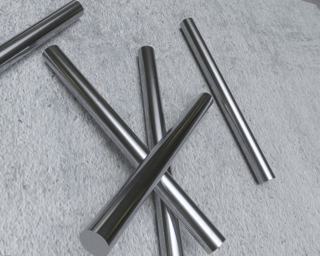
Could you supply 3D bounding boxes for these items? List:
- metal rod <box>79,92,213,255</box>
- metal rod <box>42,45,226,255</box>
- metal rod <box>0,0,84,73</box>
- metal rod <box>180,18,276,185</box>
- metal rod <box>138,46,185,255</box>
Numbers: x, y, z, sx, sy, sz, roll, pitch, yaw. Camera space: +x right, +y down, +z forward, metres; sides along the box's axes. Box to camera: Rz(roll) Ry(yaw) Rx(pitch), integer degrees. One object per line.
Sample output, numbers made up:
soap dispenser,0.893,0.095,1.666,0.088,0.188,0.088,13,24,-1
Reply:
metal rod,0.011,0.020,0.346,0.025,0.025,0.301,42,34,0
metal rod,-0.039,0.014,0.354,0.025,0.025,0.300,-31,73,-38
metal rod,-0.185,-0.075,0.349,0.025,0.025,0.301,37,51,-4
metal rod,0.100,-0.054,0.493,0.025,0.025,0.299,-9,66,-32
metal rod,-0.003,0.017,0.393,0.025,0.025,0.299,7,59,-25
